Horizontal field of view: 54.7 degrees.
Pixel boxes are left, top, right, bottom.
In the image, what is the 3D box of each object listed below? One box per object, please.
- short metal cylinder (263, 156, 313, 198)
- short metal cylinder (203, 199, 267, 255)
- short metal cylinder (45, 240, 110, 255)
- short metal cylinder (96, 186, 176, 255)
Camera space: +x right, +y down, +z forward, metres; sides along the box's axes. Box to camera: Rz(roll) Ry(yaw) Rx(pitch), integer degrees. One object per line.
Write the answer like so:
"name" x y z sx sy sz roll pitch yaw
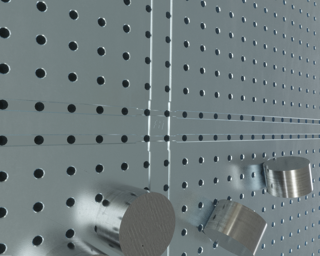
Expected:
"short metal cylinder" 0.235 0.088 0.570 0.081 0.080 0.050 -19 102 -39
"short metal cylinder" 0.113 0.152 0.468 0.080 0.080 0.050 50 61 -29
"short metal cylinder" -0.084 0.165 0.322 0.081 0.050 0.079 0 90 -40
"short metal cylinder" -0.028 0.113 0.369 0.081 0.050 0.079 0 90 -40
